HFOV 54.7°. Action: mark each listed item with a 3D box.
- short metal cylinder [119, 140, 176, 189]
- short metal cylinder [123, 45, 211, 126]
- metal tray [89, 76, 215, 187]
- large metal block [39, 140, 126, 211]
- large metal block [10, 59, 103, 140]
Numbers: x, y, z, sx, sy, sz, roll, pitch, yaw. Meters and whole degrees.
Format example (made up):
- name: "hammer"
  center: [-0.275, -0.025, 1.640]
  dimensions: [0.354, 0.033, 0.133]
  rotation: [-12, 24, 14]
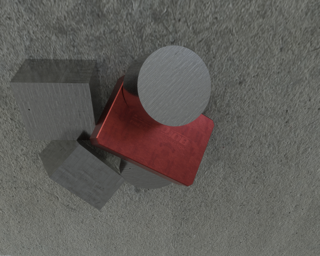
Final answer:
- name: "short metal cylinder"
  center: [-0.013, 0.039, 0.426]
  dimensions: [0.081, 0.050, 0.079]
  rotation: [0, 130, 0]
- name: "short metal cylinder"
  center: [0.006, -0.043, 0.330]
  dimensions: [0.081, 0.050, 0.079]
  rotation: [-2, 95, -23]
- name: "metal tray"
  center: [-0.005, 0.004, 0.371]
  dimensions: [0.131, 0.090, 0.030]
  rotation: [29, 164, -22]
- name: "large metal block"
  center: [-0.103, 0.051, 0.406]
  dimensions: [0.050, 0.080, 0.080]
  rotation: [-50, 122, -7]
- name: "large metal block"
  center: [-0.114, -0.032, 0.361]
  dimensions: [0.081, 0.050, 0.079]
  rotation: [1, 130, -1]
